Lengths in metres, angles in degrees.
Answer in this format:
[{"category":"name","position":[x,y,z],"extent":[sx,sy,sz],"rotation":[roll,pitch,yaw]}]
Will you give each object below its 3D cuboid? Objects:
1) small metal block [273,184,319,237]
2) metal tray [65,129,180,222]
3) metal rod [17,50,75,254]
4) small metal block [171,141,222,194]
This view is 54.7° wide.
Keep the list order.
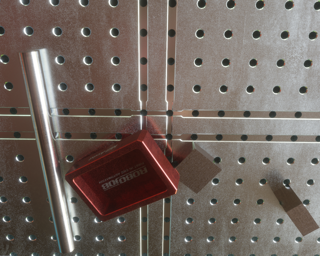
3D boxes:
[{"category":"small metal block","position":[0.195,0.117,0.445],"extent":[0.025,0.050,0.050],"rotation":[-35,107,12]},{"category":"metal tray","position":[-0.051,0.068,0.421],"extent":[0.130,0.030,0.090],"rotation":[-26,109,22]},{"category":"metal rod","position":[-0.152,0.046,0.428],"extent":[0.025,0.025,0.298],"rotation":[-3,110,1]},{"category":"small metal block","position":[0.049,0.055,0.434],"extent":[0.050,0.025,0.050],"rotation":[39,105,-13]}]
